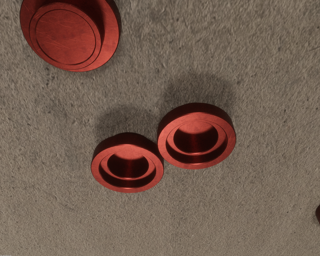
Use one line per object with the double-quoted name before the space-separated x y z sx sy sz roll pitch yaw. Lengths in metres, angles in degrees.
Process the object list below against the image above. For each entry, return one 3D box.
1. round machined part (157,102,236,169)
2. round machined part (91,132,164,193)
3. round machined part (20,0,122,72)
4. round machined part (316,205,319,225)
"round machined part" 0.045 0.006 0.402 0.099 0.042 0.097 -1 130 0
"round machined part" -0.044 0.044 0.433 0.099 0.042 0.097 -1 130 0
"round machined part" -0.090 -0.098 0.311 0.099 0.042 0.097 -1 130 0
"round machined part" 0.328 0.156 0.534 0.099 0.042 0.097 -1 130 0
